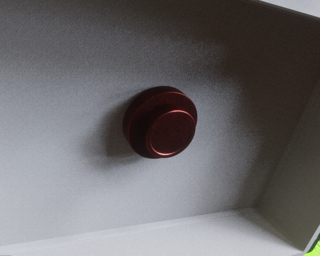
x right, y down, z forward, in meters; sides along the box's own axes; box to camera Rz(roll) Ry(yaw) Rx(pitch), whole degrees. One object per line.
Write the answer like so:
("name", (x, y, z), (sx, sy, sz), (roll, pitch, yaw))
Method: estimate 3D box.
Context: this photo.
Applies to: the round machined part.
("round machined part", (0.006, -0.001, 0.396), (0.099, 0.042, 0.097), (-14, 124, -21))
